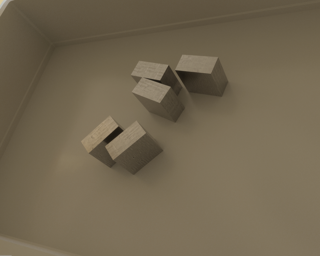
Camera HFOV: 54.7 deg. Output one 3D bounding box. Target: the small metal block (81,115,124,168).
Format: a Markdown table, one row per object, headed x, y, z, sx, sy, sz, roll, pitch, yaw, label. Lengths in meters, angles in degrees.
| x | y | z | sx | sy | sz | roll | pitch | yaw | label |
| --- | --- | --- | --- | --- | --- | --- | --- | --- | --- |
| -0.066 | 0.019 | 0.411 | 0.050 | 0.050 | 0.025 | -43 | 51 | -1 | small metal block |

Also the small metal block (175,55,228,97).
| x | y | z | sx | sy | sz | roll | pitch | yaw | label |
| --- | --- | --- | --- | --- | --- | --- | --- | --- | --- |
| 0.055 | -0.068 | 0.401 | 0.050 | 0.050 | 0.025 | 13 | 69 | 33 | small metal block |

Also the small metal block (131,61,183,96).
| x | y | z | sx | sy | sz | roll | pitch | yaw | label |
| --- | --- | --- | --- | --- | --- | --- | --- | --- | --- |
| -0.004 | -0.065 | 0.430 | 0.050 | 0.050 | 0.025 | 16 | 70 | 34 | small metal block |

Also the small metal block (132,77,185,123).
| x | y | z | sx | sy | sz | roll | pitch | yaw | label |
| --- | --- | --- | --- | --- | --- | --- | --- | --- | --- |
| -0.001 | -0.037 | 0.412 | 0.050 | 0.050 | 0.025 | 24 | 75 | 36 | small metal block |

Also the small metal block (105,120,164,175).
| x | y | z | sx | sy | sz | roll | pitch | yaw | label |
| --- | --- | --- | --- | --- | --- | --- | --- | --- | --- |
| -0.031 | 0.026 | 0.389 | 0.050 | 0.050 | 0.025 | -40 | 51 | 1 | small metal block |
